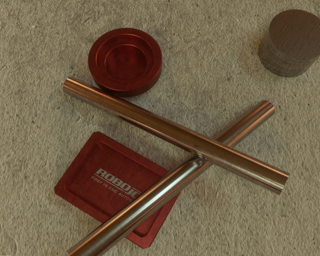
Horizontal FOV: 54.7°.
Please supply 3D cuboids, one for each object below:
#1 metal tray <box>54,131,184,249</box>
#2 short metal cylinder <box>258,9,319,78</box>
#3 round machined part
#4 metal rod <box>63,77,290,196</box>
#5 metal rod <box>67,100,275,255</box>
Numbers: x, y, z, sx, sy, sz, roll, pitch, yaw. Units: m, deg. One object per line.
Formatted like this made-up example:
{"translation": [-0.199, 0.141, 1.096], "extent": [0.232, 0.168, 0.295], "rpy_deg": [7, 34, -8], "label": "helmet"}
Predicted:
{"translation": [-0.048, 0.073, 0.378], "extent": [0.130, 0.030, 0.090], "rpy_deg": [29, 72, 10], "label": "metal tray"}
{"translation": [0.187, -0.119, 0.440], "extent": [0.081, 0.050, 0.080], "rpy_deg": [0, 70, 0], "label": "short metal cylinder"}
{"translation": [-0.046, -0.086, 0.430], "extent": [0.099, 0.042, 0.098], "rpy_deg": [0, 70, 0], "label": "round machined part"}
{"translation": [0.000, -0.001, 0.371], "extent": [0.300, 0.025, 0.025], "rpy_deg": [25, 71, 23], "label": "metal rod"}
{"translation": [0.031, 0.051, 0.359], "extent": [0.302, 0.025, 0.025], "rpy_deg": [-34, 73, -24], "label": "metal rod"}
